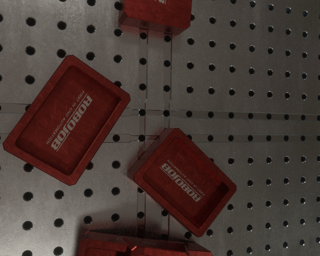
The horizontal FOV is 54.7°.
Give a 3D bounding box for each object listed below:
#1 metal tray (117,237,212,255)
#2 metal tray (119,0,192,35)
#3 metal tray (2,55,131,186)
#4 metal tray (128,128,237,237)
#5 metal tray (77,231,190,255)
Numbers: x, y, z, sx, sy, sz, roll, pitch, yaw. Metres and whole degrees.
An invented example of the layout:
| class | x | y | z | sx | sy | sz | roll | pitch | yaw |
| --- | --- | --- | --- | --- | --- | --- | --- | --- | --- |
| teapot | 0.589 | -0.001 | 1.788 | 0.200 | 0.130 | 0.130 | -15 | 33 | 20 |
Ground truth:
| class | x | y | z | sx | sy | sz | roll | pitch | yaw |
| --- | --- | --- | --- | --- | --- | --- | --- | --- | --- |
| metal tray | 0.001 | 0.194 | 0.396 | 0.131 | 0.030 | 0.090 | 19 | 84 | -33 |
| metal tray | -0.003 | -0.198 | 0.410 | 0.091 | 0.030 | 0.129 | 5 | 89 | -20 |
| metal tray | -0.107 | -0.009 | 0.370 | 0.090 | 0.030 | 0.130 | 35 | 79 | -17 |
| metal tray | 0.033 | 0.073 | 0.423 | 0.130 | 0.030 | 0.090 | 45 | 76 | -15 |
| metal tray | -0.035 | 0.182 | 0.374 | 0.131 | 0.030 | 0.089 | 8 | 87 | 0 |
